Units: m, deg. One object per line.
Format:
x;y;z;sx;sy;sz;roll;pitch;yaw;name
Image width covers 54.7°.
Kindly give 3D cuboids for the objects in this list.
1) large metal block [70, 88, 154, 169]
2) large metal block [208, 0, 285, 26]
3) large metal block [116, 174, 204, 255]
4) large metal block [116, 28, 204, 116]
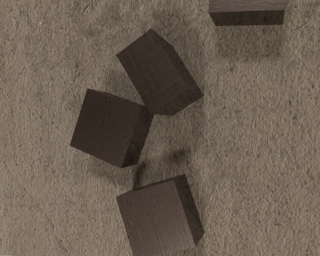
-0.063;-0.001;0.417;0.080;0.050;0.080;21;97;18;large metal block
0.104;-0.167;0.359;0.080;0.050;0.079;5;92;19;large metal block
0.001;0.111;0.395;0.080;0.050;0.080;-20;84;18;large metal block
0.004;-0.063;0.378;0.050;0.080;0.080;-33;80;17;large metal block
